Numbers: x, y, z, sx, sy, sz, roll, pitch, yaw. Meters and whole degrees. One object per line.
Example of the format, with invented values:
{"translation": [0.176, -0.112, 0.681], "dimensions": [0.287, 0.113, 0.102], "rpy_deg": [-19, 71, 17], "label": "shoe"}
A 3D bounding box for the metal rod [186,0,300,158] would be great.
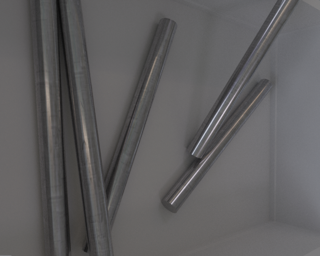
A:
{"translation": [0.123, -0.089, 0.419], "dimensions": [0.025, 0.025, 0.299], "rpy_deg": [20, 106, -39], "label": "metal rod"}

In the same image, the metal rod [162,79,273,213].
{"translation": [0.103, 0.013, 0.492], "dimensions": [0.301, 0.025, 0.025], "rpy_deg": [-46, 118, -30], "label": "metal rod"}

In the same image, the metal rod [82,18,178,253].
{"translation": [-0.032, -0.001, 0.379], "dimensions": [0.025, 0.025, 0.299], "rpy_deg": [28, 73, -37], "label": "metal rod"}

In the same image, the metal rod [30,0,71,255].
{"translation": [-0.111, -0.013, 0.313], "dimensions": [0.025, 0.025, 0.298], "rpy_deg": [-5, 93, -40], "label": "metal rod"}

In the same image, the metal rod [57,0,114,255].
{"translation": [-0.078, 0.005, 0.323], "dimensions": [0.025, 0.025, 0.298], "rpy_deg": [-7, 89, -40], "label": "metal rod"}
